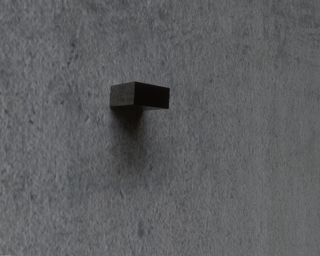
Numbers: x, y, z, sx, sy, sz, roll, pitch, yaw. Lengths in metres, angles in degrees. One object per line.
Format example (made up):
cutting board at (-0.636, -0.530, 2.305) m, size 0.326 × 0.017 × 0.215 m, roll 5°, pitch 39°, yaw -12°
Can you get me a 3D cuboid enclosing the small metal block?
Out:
small metal block at (-0.024, -0.036, 0.367) m, size 0.050 × 0.050 × 0.025 m, roll 5°, pitch 87°, yaw -40°
